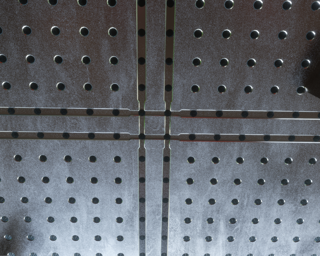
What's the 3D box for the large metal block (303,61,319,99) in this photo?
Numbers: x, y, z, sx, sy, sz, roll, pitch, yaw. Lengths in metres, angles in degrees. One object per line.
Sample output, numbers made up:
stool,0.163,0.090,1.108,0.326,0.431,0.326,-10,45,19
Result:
large metal block,0.242,-0.062,0.381,0.080,0.050,0.079,21,109,-8
